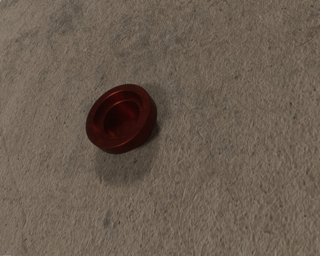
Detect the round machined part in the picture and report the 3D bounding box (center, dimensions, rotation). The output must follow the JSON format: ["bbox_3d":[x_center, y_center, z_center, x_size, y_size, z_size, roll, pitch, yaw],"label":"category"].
[{"bbox_3d":[-0.048,-0.008,0.422,0.098,0.042,0.098,-13,56,20],"label":"round machined part"}]
